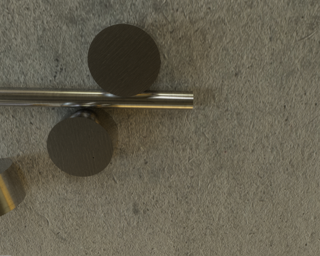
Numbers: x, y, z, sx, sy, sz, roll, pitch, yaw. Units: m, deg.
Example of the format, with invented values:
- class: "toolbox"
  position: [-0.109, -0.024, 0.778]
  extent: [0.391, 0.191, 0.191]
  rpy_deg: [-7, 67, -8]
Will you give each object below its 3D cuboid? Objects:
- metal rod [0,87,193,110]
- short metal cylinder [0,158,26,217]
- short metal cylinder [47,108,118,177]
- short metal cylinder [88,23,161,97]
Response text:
- class: "metal rod"
  position: [-0.110, -0.038, 0.394]
  extent: [0.302, 0.025, 0.025]
  rpy_deg: [1, 110, -1]
- class: "short metal cylinder"
  position: [-0.227, 0.081, 0.408]
  extent: [0.080, 0.080, 0.050]
  rpy_deg: [-12, 110, 4]
- class: "short metal cylinder"
  position: [-0.098, 0.016, 0.401]
  extent: [0.081, 0.050, 0.079]
  rpy_deg: [0, 110, 0]
- class: "short metal cylinder"
  position: [-0.040, -0.082, 0.366]
  extent: [0.081, 0.050, 0.079]
  rpy_deg: [0, 110, 0]
